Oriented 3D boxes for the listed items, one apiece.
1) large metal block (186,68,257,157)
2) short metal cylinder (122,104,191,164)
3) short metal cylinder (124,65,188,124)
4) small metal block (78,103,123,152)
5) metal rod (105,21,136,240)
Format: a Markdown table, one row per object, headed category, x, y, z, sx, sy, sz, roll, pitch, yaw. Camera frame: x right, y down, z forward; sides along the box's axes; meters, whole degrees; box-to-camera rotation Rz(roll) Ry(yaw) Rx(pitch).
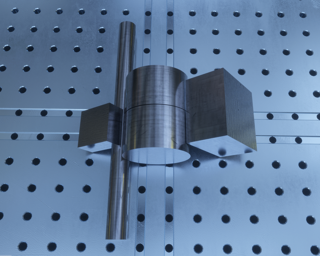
| category | x | y | z | sx | sy | sz | roll | pitch | yaw |
| --- | --- | --- | --- | --- | --- | --- | --- | --- | --- |
| large metal block | 0.075 | -0.015 | 0.377 | 0.050 | 0.080 | 0.080 | -14 | 66 | 36 |
| short metal cylinder | -0.004 | 0.010 | 0.374 | 0.081 | 0.080 | 0.050 | 0 | 70 | 0 |
| short metal cylinder | -0.004 | -0.037 | 0.392 | 0.081 | 0.080 | 0.050 | 0 | 70 | 0 |
| small metal block | -0.076 | 0.000 | 0.395 | 0.050 | 0.025 | 0.050 | -13 | 65 | 32 |
| metal rod | -0.049 | -0.011 | 0.411 | 0.025 | 0.025 | 0.299 | 1 | 70 | 0 |
